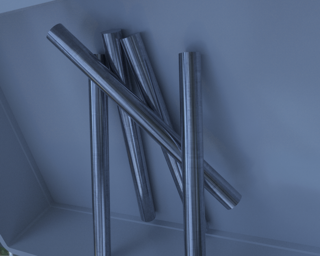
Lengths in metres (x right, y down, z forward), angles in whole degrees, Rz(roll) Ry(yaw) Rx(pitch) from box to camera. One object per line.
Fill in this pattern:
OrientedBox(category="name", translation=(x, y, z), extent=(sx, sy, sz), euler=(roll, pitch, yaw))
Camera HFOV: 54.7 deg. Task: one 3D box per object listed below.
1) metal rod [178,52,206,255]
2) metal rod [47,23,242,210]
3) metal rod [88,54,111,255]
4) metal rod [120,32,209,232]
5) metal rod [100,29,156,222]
OrientedBox(category="metal rod", translation=(0.038, 0.066, 0.356), extent=(0.025, 0.025, 0.298), euler=(1, 96, 28))
OrientedBox(category="metal rod", translation=(-0.017, -0.012, 0.376), extent=(0.300, 0.025, 0.025), euler=(44, 129, -3))
OrientedBox(category="metal rod", translation=(-0.083, 0.051, 0.428), extent=(0.025, 0.025, 0.298), euler=(7, 105, 24))
OrientedBox(category="metal rod", translation=(0.013, 0.023, 0.415), extent=(0.025, 0.025, 0.299), euler=(-7, 115, 31))
OrientedBox(category="metal rod", translation=(-0.039, 0.015, 0.438), extent=(0.025, 0.025, 0.298), euler=(6, 121, 25))
